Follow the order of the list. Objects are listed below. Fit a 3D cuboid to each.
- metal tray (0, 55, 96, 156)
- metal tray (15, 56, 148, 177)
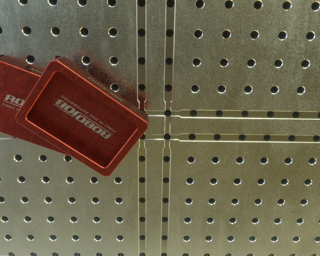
[{"bbox_3d":[-0.155,-0.027,0.399,0.131,0.030,0.089,21,109,-8],"label":"metal tray"},{"bbox_3d":[-0.090,-0.011,0.372,0.130,0.030,0.090,35,106,-13],"label":"metal tray"}]
